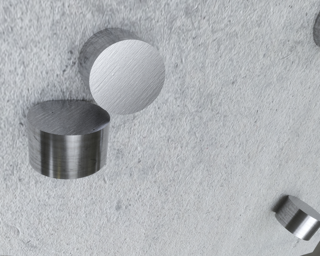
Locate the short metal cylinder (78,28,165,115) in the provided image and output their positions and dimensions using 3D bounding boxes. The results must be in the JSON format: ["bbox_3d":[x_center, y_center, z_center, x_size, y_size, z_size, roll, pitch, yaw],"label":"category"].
[{"bbox_3d":[-0.041,-0.061,0.330,0.081,0.050,0.079,-14,124,-21],"label":"short metal cylinder"}]

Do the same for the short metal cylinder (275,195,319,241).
[{"bbox_3d":[0.289,0.186,0.644,0.080,0.080,0.050,19,108,-36],"label":"short metal cylinder"}]

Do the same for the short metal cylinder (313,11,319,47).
[{"bbox_3d":[0.272,-0.148,0.448,0.081,0.050,0.079,-14,124,-21],"label":"short metal cylinder"}]

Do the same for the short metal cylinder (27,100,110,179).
[{"bbox_3d":[-0.095,0.009,0.325,0.081,0.080,0.050,-5,121,-26],"label":"short metal cylinder"}]
